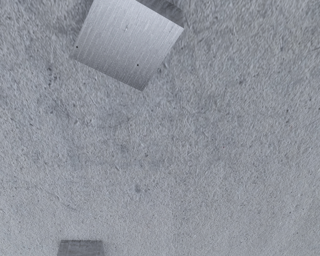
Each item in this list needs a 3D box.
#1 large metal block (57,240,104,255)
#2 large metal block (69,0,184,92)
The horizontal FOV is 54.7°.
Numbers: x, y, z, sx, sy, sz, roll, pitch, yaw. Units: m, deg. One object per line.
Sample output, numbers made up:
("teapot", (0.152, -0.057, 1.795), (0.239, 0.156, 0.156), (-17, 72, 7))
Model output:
("large metal block", (-0.156, 0.268, 0.617), (0.081, 0.050, 0.079), (1, 130, -2))
("large metal block", (-0.033, -0.096, 0.309), (0.080, 0.050, 0.080), (24, 126, -19))
